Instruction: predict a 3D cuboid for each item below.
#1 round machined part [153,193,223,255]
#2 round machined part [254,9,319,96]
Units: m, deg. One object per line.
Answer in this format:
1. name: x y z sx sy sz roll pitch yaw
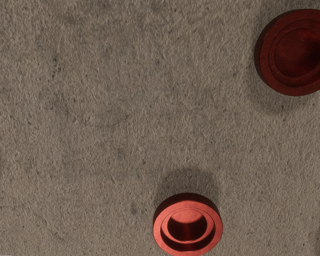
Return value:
1. round machined part: 0.039 0.136 0.451 0.099 0.042 0.097 0 110 -1
2. round machined part: 0.161 -0.090 0.370 0.099 0.042 0.097 0 110 -1
